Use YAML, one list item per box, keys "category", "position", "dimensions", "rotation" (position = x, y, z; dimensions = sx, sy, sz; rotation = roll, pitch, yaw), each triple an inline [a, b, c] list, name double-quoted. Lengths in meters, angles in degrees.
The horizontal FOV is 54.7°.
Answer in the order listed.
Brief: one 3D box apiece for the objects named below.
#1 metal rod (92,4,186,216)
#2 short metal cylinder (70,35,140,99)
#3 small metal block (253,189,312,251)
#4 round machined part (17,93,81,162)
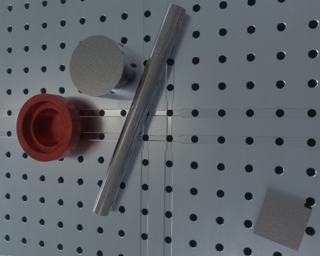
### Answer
- category: "metal rod"
  position: [-0.031, -0.019, 0.423]
  dimensions: [0.025, 0.025, 0.298]
  rotation: [24, 98, 18]
- category: "short metal cylinder"
  position: [-0.075, -0.081, 0.426]
  dimensions: [0.080, 0.050, 0.079]
  rotation: [0, 90, 20]
- category: "small metal block"
  position: [0.142, 0.106, 0.362]
  dimensions: [0.050, 0.025, 0.050]
  rotation: [18, 96, 19]
- category: "round machined part"
  position: [-0.159, -0.001, 0.459]
  dimensions: [0.098, 0.042, 0.097]
  rotation: [0, 90, 20]
